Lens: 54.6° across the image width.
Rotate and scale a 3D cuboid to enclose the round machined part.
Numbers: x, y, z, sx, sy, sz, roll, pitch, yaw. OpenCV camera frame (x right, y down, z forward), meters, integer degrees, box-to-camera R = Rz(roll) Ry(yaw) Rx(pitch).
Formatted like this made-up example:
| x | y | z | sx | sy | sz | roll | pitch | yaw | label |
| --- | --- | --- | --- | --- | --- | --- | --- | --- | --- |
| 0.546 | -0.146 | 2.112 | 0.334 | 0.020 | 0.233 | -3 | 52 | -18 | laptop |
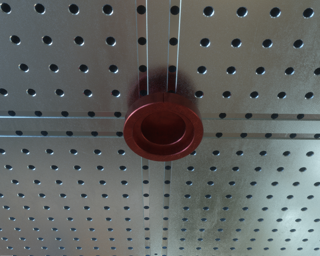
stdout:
| x | y | z | sx | sy | sz | roll | pitch | yaw | label |
| --- | --- | --- | --- | --- | --- | --- | --- | --- | --- |
| 0.004 | -0.006 | 0.395 | 0.099 | 0.042 | 0.097 | 0 | 130 | 0 | round machined part |
